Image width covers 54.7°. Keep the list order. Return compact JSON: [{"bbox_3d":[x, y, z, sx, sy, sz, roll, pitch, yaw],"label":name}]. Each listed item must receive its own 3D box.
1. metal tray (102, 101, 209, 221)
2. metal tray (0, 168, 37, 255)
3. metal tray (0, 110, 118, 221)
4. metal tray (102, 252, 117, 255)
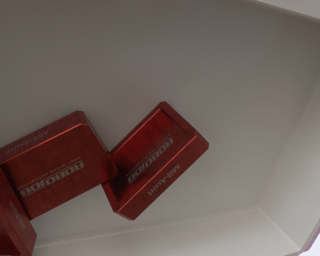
[{"bbox_3d":[-0.014,0.037,0.382,0.130,0.090,0.030,-44,130,2],"label":"metal tray"},{"bbox_3d":[-0.197,0.098,0.329,0.091,0.030,0.129,-4,130,-2],"label":"metal tray"},{"bbox_3d":[-0.126,0.047,0.358,0.131,0.030,0.090,-27,128,-4],"label":"metal tray"},{"bbox_3d":[-0.125,0.264,0.505,0.131,0.030,0.089,-16,125,-20],"label":"metal tray"}]
